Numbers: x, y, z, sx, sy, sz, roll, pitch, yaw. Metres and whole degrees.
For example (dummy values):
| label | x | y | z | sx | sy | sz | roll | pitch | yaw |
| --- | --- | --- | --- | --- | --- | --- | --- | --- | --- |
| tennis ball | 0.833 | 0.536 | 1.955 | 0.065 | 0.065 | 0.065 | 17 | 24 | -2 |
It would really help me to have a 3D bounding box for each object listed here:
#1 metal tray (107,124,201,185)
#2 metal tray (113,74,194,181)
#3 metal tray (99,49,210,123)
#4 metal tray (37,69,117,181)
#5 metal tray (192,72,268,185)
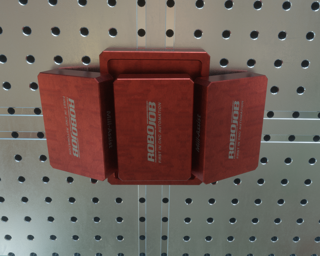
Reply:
| label | x | y | z | sx | sy | sz | roll | pitch | yaw |
| --- | --- | --- | --- | --- | --- | --- | --- | --- | --- |
| metal tray | -0.006 | 0.032 | 0.423 | 0.131 | 0.030 | 0.089 | 0 | 111 | -1 |
| metal tray | -0.007 | 0.001 | 0.378 | 0.091 | 0.030 | 0.129 | 0 | 110 | -1 |
| metal tray | -0.006 | -0.053 | 0.391 | 0.131 | 0.030 | 0.089 | 0 | 111 | -1 |
| metal tray | -0.101 | -0.005 | 0.388 | 0.090 | 0.030 | 0.129 | 9 | 113 | 24 |
| metal tray | 0.086 | -0.001 | 0.391 | 0.091 | 0.030 | 0.129 | -11 | 113 | -26 |
